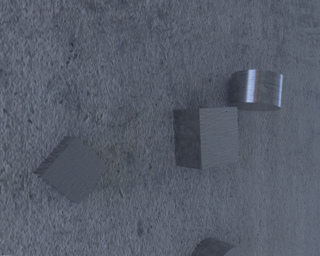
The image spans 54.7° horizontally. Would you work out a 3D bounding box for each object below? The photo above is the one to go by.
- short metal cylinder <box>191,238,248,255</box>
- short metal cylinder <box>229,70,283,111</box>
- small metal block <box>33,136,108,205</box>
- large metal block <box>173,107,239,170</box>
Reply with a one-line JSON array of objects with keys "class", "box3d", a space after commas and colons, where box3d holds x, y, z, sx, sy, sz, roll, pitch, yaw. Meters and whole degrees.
[{"class": "short metal cylinder", "box3d": [0.089, 0.212, 0.464, 0.081, 0.050, 0.079, 0, 90, -40]}, {"class": "short metal cylinder", "box3d": [0.153, -0.058, 0.497, 0.081, 0.080, 0.050, 10, 84, -40]}, {"class": "small metal block", "box3d": [-0.093, 0.044, 0.327, 0.050, 0.025, 0.050, 50, 61, -28]}, {"class": "large metal block", "box3d": [0.067, 0.012, 0.445, 0.081, 0.050, 0.079, -5, 93, -40]}]
